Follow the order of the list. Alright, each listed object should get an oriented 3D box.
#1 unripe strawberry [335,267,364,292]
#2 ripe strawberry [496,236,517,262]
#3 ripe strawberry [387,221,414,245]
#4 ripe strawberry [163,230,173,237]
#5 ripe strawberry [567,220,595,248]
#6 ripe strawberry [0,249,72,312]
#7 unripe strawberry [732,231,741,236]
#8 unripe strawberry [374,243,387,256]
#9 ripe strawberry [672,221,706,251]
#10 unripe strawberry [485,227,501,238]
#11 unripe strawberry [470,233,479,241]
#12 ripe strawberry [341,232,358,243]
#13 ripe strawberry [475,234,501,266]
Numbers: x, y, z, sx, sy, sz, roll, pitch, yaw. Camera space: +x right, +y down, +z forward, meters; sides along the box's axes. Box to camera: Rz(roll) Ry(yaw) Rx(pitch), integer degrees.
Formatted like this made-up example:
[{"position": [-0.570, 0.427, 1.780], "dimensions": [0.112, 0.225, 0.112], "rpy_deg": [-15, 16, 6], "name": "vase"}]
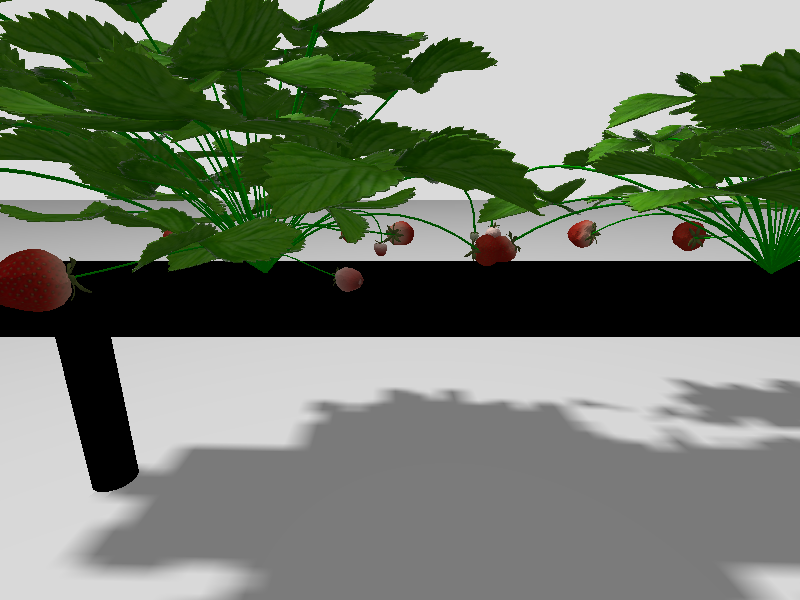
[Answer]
[{"position": [-0.036, -0.015, 0.288], "dimensions": [0.020, 0.017, 0.020], "rpy_deg": [13, 20, 37], "name": "unripe strawberry"}, {"position": [0.099, -0.048, 0.394], "dimensions": [0.028, 0.027, 0.030], "rpy_deg": [-32, 7, 17], "name": "ripe strawberry"}, {"position": [0.003, -0.087, 0.518], "dimensions": [0.036, 0.031, 0.036], "rpy_deg": [11, 18, 34], "name": "ripe strawberry"}, {"position": [-0.243, -0.067, 0.446], "dimensions": [0.035, 0.034, 0.038], "rpy_deg": [11, 19, 37], "name": "ripe strawberry"}, {"position": [0.228, -0.083, 0.504], "dimensions": [0.030, 0.034, 0.032], "rpy_deg": [-10, 13, -31], "name": "ripe strawberry"}, {"position": [-0.227, -0.011, 0.244], "dimensions": [0.037, 0.039, 0.040], "rpy_deg": [14, 22, 42], "name": "ripe strawberry"}, {"position": [0.457, -0.088, 0.544], "dimensions": [0.013, 0.014, 0.014], "rpy_deg": [10, 18, 31], "name": "unripe strawberry"}, {"position": [-0.021, -0.056, 0.442], "dimensions": [0.015, 0.015, 0.016], "rpy_deg": [-14, 21, -41], "name": "unripe strawberry"}, {"position": [0.353, -0.079, 0.492], "dimensions": [0.034, 0.036, 0.037], "rpy_deg": [2, 15, 9], "name": "ripe strawberry"}, {"position": [0.122, -0.084, 0.527], "dimensions": [0.020, 0.024, 0.024], "rpy_deg": [13, 20, 39], "name": "unripe strawberry"}, {"position": [0.088, -0.075, 0.478], "dimensions": [0.011, 0.011, 0.011], "rpy_deg": [-10, 18, -31], "name": "unripe strawberry"}, {"position": [-0.063, -0.096, 0.547], "dimensions": [0.031, 0.036, 0.034], "rpy_deg": [4, 16, 15], "name": "ripe strawberry"}, {"position": [0.088, -0.048, 0.389], "dimensions": [0.032, 0.031, 0.029], "rpy_deg": [2, 15, -11], "name": "ripe strawberry"}]
